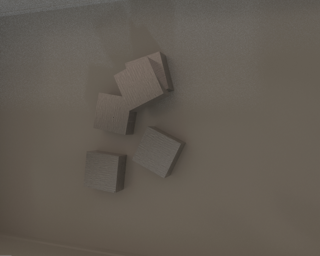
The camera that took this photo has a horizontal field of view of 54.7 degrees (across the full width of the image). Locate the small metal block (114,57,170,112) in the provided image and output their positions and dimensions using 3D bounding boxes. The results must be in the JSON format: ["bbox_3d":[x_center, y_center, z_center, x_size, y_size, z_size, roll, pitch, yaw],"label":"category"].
[{"bbox_3d":[-0.023,-0.054,0.391,0.050,0.025,0.050,-26,82,17],"label":"small metal block"}]

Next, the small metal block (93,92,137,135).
[{"bbox_3d":[-0.061,-0.020,0.431,0.050,0.025,0.050,11,94,19],"label":"small metal block"}]

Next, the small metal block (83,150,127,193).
[{"bbox_3d":[-0.077,0.060,0.436,0.050,0.025,0.050,6,92,19],"label":"small metal block"}]

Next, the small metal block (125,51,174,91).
[{"bbox_3d":[-0.014,-0.068,0.414,0.050,0.025,0.050,-15,85,19],"label":"small metal block"}]

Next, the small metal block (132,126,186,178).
[{"bbox_3d":[-0.001,0.031,0.410,0.050,0.025,0.050,28,99,17],"label":"small metal block"}]
